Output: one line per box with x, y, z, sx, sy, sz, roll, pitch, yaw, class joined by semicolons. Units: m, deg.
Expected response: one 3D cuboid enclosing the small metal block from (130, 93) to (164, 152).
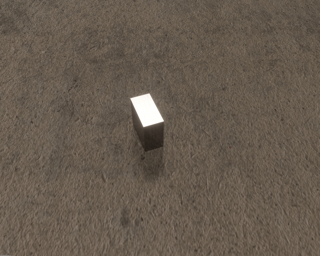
-0.016;-0.007;0.392;0.025;0.050;0.050;-16;52;-14;small metal block
